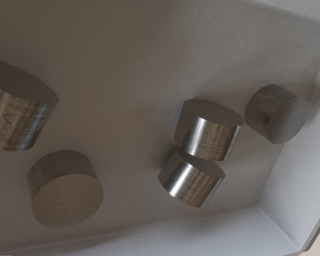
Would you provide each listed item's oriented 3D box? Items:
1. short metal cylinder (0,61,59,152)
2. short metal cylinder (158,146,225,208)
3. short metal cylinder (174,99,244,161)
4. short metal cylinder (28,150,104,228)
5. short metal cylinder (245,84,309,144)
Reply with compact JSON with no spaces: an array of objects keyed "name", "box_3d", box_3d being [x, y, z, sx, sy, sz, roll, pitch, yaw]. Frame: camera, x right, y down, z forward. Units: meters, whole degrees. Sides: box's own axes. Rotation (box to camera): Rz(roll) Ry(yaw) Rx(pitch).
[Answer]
[{"name":"short metal cylinder","box_3d":[-0.142,-0.022,0.282,0.080,0.080,0.050,23,106,-37]},{"name":"short metal cylinder","box_3d":[0.045,0.067,0.441,0.080,0.080,0.050,19,108,-36]},{"name":"short metal cylinder","box_3d":[0.064,0.001,0.410,0.081,0.080,0.050,1,118,-30]},{"name":"short metal cylinder","box_3d":[-0.115,0.074,0.376,0.081,0.050,0.079,-14,125,-21]},{"name":"short metal cylinder","box_3d":[0.180,-0.022,0.480,0.081,0.050,0.079,-14,125,-21]}]
